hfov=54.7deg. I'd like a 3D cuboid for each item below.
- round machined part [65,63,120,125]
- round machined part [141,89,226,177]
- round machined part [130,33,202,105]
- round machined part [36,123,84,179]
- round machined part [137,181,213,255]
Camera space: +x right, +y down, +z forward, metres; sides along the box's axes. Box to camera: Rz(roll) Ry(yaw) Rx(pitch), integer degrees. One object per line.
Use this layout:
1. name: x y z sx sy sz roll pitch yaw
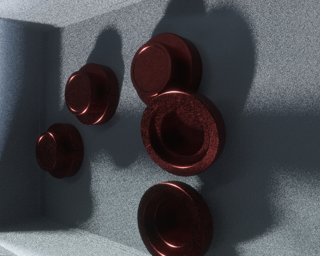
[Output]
1. round machined part: -0.112 -0.053 0.486 0.098 0.042 0.097 0 90 39
2. round machined part: 0.030 0.003 0.359 0.098 0.042 0.097 9 108 29
3. round machined part: 0.001 -0.072 0.393 0.098 0.042 0.097 0 90 39
4. round machined part: -0.181 0.040 0.541 0.098 0.042 0.097 0 90 39
5. round machined part: 0.022 0.113 0.376 0.098 0.042 0.097 0 90 39
